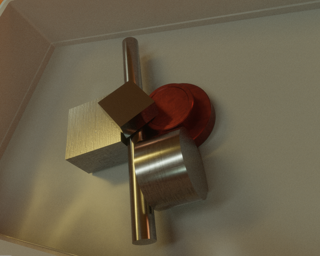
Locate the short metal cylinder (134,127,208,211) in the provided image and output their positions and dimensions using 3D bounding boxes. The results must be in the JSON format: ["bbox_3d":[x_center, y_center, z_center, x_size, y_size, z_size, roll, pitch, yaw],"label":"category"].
[{"bbox_3d":[0.013,0.044,0.333,0.050,0.080,0.080,-19,55,17],"label":"short metal cylinder"}]

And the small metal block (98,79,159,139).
[{"bbox_3d":[-0.038,-0.024,0.375,0.050,0.025,0.050,-38,57,-12],"label":"small metal block"}]

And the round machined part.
[{"bbox_3d":[0.017,-0.018,0.393,0.098,0.042,0.098,-13,56,20],"label":"round machined part"}]

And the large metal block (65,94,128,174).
[{"bbox_3d":[-0.076,0.006,0.419,0.080,0.050,0.080,-19,55,17],"label":"large metal block"}]

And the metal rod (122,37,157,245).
[{"bbox_3d":[-0.031,-0.008,0.396,0.025,0.025,0.299,-19,54,17],"label":"metal rod"}]
